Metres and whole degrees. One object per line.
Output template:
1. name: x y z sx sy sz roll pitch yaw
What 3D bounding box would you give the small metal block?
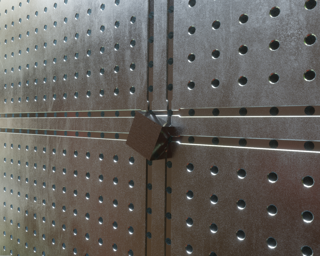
1. small metal block: -0.015 0.010 0.423 0.050 0.025 0.050 32 110 35
